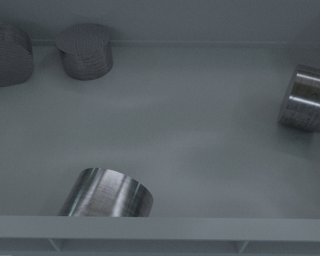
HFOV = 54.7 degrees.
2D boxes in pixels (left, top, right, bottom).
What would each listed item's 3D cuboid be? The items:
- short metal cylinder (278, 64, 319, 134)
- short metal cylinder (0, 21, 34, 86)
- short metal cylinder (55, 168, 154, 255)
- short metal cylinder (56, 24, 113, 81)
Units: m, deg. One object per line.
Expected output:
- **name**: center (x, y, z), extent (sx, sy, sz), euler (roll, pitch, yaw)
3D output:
- **short metal cylinder**: center (0.192, -0.038, 0.402), extent (0.050, 0.080, 0.080), euler (18, 53, 15)
- **short metal cylinder**: center (-0.232, -0.109, 0.459), extent (0.081, 0.080, 0.050), euler (-15, 52, -12)
- **short metal cylinder**: center (-0.052, 0.082, 0.300), extent (0.080, 0.080, 0.050), euler (13, 51, 10)
- **short metal cylinder**: center (-0.117, -0.120, 0.489), extent (0.080, 0.050, 0.080), euler (0, 50, 0)
